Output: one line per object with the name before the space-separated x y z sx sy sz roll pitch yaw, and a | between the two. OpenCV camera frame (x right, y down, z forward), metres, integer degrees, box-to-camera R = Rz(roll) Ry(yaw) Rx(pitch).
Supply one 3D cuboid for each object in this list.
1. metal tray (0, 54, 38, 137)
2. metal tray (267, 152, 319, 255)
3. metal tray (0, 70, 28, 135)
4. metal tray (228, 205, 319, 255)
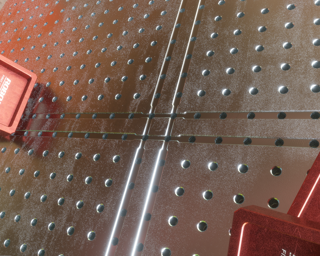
metal tray | -0.286 -0.060 0.552 0.030 0.090 0.130 -18 52 42
metal tray | 0.159 0.091 0.266 0.090 0.030 0.130 25 75 36
metal tray | -0.323 -0.049 0.606 0.090 0.030 0.130 -3 60 26
metal tray | 0.095 0.135 0.237 0.090 0.030 0.129 8 88 37
